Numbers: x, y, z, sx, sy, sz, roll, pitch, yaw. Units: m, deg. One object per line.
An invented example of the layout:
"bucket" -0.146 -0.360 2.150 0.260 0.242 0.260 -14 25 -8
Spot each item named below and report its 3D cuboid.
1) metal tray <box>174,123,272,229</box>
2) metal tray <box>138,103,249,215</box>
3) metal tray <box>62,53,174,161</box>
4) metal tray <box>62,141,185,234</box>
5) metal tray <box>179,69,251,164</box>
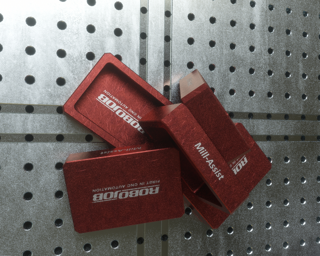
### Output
"metal tray" 0.089 0.065 0.443 0.130 0.030 0.090 -43 104 -15
"metal tray" 0.035 0.034 0.360 0.030 0.090 0.130 -40 103 -16
"metal tray" -0.044 -0.020 0.394 0.130 0.030 0.090 38 78 -17
"metal tray" -0.040 0.069 0.370 0.131 0.030 0.089 -7 104 -6
"metal tray" 0.062 -0.021 0.381 0.030 0.130 0.090 -34 103 12
